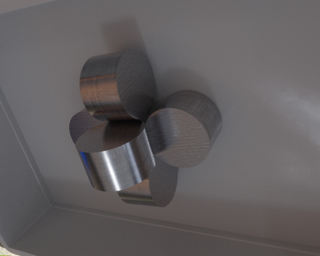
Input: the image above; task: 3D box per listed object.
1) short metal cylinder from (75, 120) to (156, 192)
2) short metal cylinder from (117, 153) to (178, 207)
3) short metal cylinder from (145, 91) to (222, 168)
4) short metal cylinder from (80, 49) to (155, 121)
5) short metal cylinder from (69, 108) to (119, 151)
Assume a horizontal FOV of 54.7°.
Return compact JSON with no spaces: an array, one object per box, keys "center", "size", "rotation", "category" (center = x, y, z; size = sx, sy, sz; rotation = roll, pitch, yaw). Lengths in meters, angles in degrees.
[{"center":[-0.050,0.028,0.358],"size":[0.080,0.080,0.050],"rotation":[-1,118,29],"category":"short metal cylinder"},{"center":[-0.016,0.064,0.419],"size":[0.050,0.080,0.080],"rotation":[-2,117,29],"category":"short metal cylinder"},{"center":[0.029,0.001,0.375],"size":[0.080,0.050,0.079],"rotation":[13,124,21],"category":"short metal cylinder"},{"center":[-0.047,-0.049,0.365],"size":[0.050,0.080,0.080],"rotation":[-2,117,29],"category":"short metal cylinder"},{"center":[-0.078,0.002,0.432],"size":[0.080,0.050,0.079],"rotation":[13,124,21],"category":"short metal cylinder"}]
